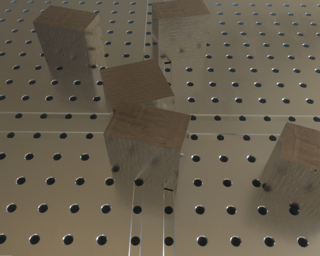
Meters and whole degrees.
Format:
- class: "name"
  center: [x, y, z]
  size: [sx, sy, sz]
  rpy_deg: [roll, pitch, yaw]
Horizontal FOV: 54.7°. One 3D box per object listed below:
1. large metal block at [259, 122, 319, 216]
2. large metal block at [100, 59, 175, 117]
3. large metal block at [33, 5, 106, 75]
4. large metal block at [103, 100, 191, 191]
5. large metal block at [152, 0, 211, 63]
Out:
- class: "large metal block"
  center: [0.162, 0.048, 0.334]
  size: [0.080, 0.080, 0.050]
  rpy_deg: [17, 52, 13]
- class: "large metal block"
  center: [-0.032, -0.045, 0.429]
  size: [0.081, 0.050, 0.080]
  rpy_deg: [-14, 52, -12]
- class: "large metal block"
  center: [-0.138, -0.137, 0.485]
  size: [0.080, 0.080, 0.050]
  rpy_deg: [14, 51, 11]
- class: "large metal block"
  center: [-0.012, 0.021, 0.354]
  size: [0.080, 0.080, 0.050]
  rpy_deg: [12, 51, 10]
- class: "large metal block"
  center: [0.032, -0.158, 0.505]
  size: [0.081, 0.080, 0.050]
  rpy_deg: [-9, 51, -8]
